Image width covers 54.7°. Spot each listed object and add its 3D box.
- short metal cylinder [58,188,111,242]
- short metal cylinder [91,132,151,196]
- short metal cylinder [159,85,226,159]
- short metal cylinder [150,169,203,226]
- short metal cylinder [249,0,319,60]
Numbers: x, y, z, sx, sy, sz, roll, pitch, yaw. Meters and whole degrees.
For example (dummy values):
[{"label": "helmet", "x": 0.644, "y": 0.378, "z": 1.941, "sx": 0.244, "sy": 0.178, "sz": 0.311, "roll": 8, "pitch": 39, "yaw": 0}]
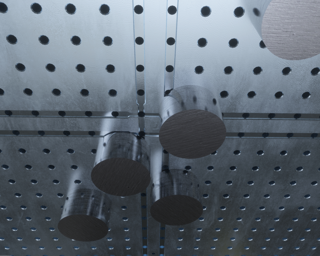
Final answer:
[{"label": "short metal cylinder", "x": -0.124, "y": 0.146, "z": 0.518, "sx": 0.081, "sy": 0.050, "sz": 0.079, "roll": 0, "pitch": 130, "yaw": 0}, {"label": "short metal cylinder", "x": -0.053, "y": 0.052, "z": 0.439, "sx": 0.081, "sy": 0.050, "sz": 0.079, "roll": 0, "pitch": 130, "yaw": 0}, {"label": "short metal cylinder", "x": 0.039, "y": -0.007, "z": 0.390, "sx": 0.081, "sy": 0.050, "sz": 0.079, "roll": 0, "pitch": 130, "yaw": 0}, {"label": "short metal cylinder", "x": 0.025, "y": 0.110, "z": 0.490, "sx": 0.081, "sy": 0.050, "sz": 0.079, "roll": 0, "pitch": 130, "yaw": 0}, {"label": "short metal cylinder", "x": 0.133, "y": -0.114, "z": 0.301, "sx": 0.081, "sy": 0.050, "sz": 0.079, "roll": 0, "pitch": 130, "yaw": 0}]
